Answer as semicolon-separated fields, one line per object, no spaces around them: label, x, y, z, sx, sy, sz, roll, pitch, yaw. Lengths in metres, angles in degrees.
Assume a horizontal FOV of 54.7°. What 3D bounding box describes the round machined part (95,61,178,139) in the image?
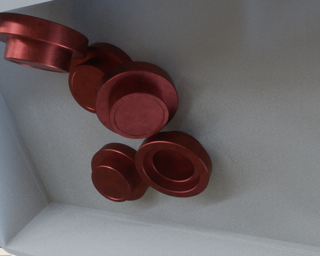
round machined part;-0.026;-0.025;0.364;0.099;0.042;0.097;-6;132;-7

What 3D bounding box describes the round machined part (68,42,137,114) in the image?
round machined part;-0.078;-0.057;0.402;0.098;0.042;0.097;13;124;20

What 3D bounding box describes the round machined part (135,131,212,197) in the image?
round machined part;0.020;0.042;0.406;0.098;0.042;0.097;12;131;15

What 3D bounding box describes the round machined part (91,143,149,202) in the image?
round machined part;-0.065;0.075;0.477;0.098;0.042;0.097;13;124;20

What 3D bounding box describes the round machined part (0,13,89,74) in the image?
round machined part;-0.133;-0.089;0.344;0.098;0.098;0.042;11;91;22
